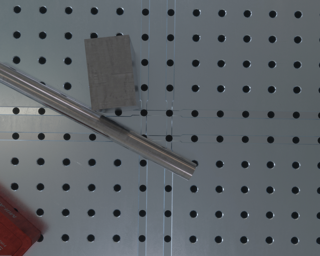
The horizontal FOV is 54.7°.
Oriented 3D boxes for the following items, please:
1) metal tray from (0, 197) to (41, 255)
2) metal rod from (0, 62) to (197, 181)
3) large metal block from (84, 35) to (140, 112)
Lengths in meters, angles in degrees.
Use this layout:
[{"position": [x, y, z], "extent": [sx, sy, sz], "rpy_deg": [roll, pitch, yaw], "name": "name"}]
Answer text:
[{"position": [-0.239, 0.136, 0.408], "extent": [0.130, 0.030, 0.090], "rpy_deg": [42, 90, 0], "name": "metal tray"}, {"position": [-0.091, -0.011, 0.412], "extent": [0.301, 0.025, 0.025], "rpy_deg": [28, 90, 0], "name": "metal rod"}, {"position": [-0.055, -0.062, 0.385], "extent": [0.050, 0.080, 0.080], "rpy_deg": [-6, 90, 0], "name": "large metal block"}]
